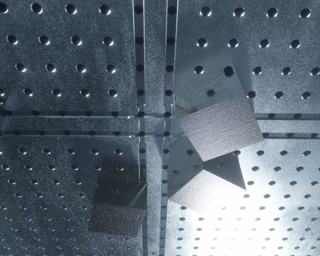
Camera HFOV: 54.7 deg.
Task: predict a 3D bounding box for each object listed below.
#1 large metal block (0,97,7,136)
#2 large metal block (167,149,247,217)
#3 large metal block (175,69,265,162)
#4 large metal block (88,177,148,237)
[{"bbox_3d":[-0.248,-0.006,0.386,0.081,0.050,0.079,20,127,-17],"label":"large metal block"},{"bbox_3d":[0.068,0.081,0.465,0.080,0.050,0.080,28,125,-22],"label":"large metal block"},{"bbox_3d":[0.073,-0.013,0.385,0.080,0.050,0.080,-22,127,17],"label":"large metal block"},{"bbox_3d":[-0.069,0.130,0.505,0.081,0.050,0.079,11,129,-10],"label":"large metal block"}]
